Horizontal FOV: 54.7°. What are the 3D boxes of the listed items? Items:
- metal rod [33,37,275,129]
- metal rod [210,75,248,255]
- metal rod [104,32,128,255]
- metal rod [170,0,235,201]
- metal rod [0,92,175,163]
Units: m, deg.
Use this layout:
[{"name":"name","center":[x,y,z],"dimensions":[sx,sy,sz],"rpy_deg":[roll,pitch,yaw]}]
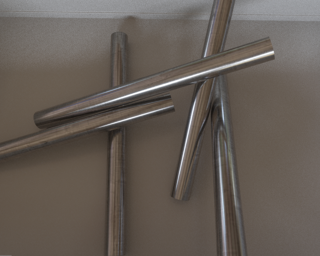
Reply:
[{"name":"metal rod","center":[-0.021,-0.047,0.371],"dimensions":[0.301,0.025,0.025],"rpy_deg":[-15,70,17]},{"name":"metal rod","center":[0.069,0.022,0.338],"dimensions":[0.025,0.025,0.300],"rpy_deg":[5,46,2]},{"name":"metal rod","center":[-0.056,0.006,0.406],"dimensions":[0.025,0.025,0.299],"rpy_deg":[-1,70,-1]},{"name":"metal rod","center":[0.057,-0.060,0.374],"dimensions":[0.025,0.025,0.298],"rpy_deg":[13,93,4]},{"name":"metal rod","center":[-0.129,0.010,0.386],"dimensions":[0.302,0.025,0.025],"rpy_deg":[-16,71,1]}]
